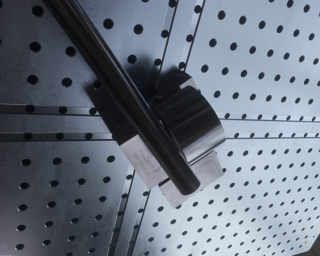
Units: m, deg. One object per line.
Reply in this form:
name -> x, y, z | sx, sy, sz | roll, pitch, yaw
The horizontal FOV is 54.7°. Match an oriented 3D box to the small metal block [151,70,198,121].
small metal block -> 0.024, -0.038, 0.403 | 0.050, 0.025, 0.050 | -36, 130, -5

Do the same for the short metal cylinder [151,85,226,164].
short metal cylinder -> 0.031, -0.002, 0.360 | 0.050, 0.080, 0.080 | -32, 129, -8

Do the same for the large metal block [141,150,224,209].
large metal block -> 0.025, 0.046, 0.417 | 0.080, 0.080, 0.050 | -33, 129, -7

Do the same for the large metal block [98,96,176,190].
large metal block -> -0.023, 0.014, 0.374 | 0.050, 0.080, 0.080 | -33, 129, -7

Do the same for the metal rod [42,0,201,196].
metal rod -> -0.048, -0.054, 0.285 | 0.025, 0.025, 0.299 | -36, 108, -5
